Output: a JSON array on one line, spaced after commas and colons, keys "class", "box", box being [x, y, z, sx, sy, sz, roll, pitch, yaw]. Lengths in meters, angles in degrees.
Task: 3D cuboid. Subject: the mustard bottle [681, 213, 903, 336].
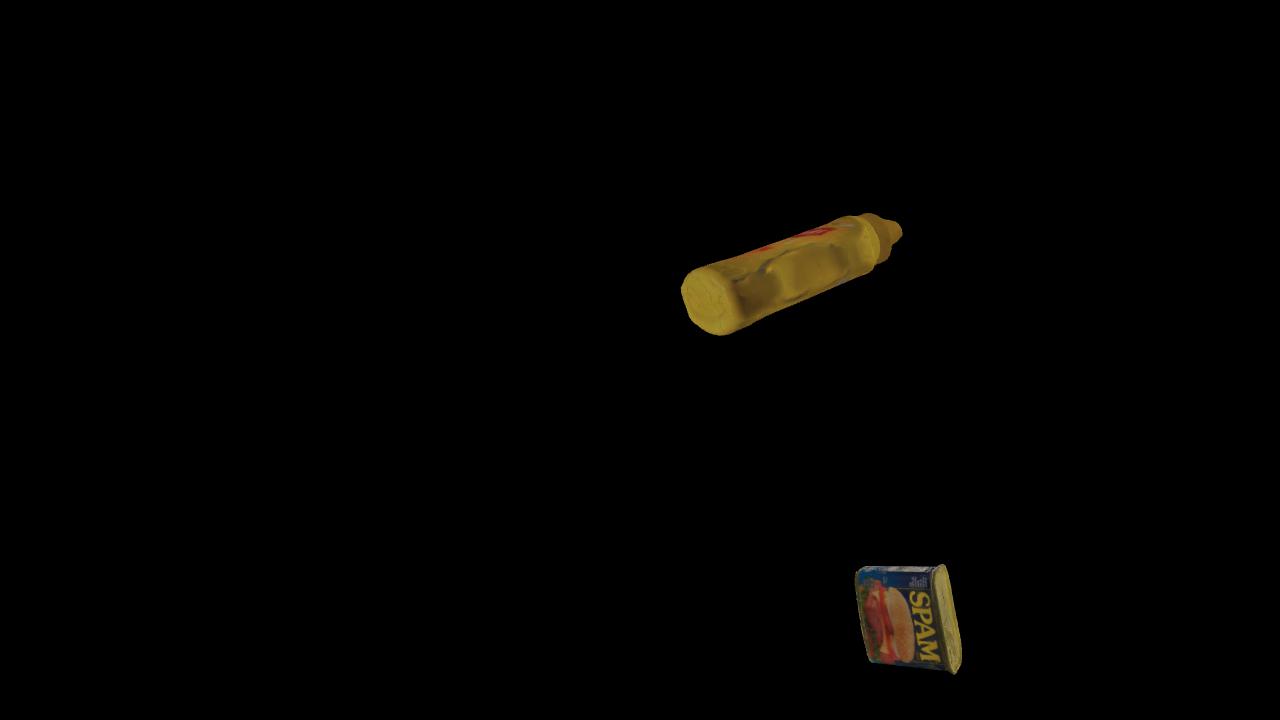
[{"class": "mustard bottle", "box": [0.129, -0.074, 0.482, 0.184, 0.054, 0.092, -22, 5, -16]}]

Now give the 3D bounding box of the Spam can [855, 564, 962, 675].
[{"class": "Spam can", "box": [0.283, 0.270, 0.651, 0.085, 0.101, 0.058, -13, -11, 37]}]
